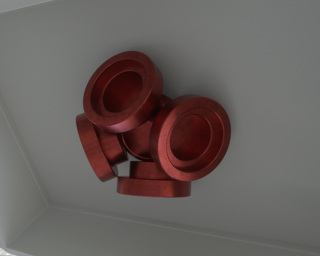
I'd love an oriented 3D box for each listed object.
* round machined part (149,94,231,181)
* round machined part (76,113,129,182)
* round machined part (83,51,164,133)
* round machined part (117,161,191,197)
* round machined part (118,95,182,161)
[{"bbox_3d":[0.031,0.009,0.361,0.042,0.099,0.097,28,139,58],"label":"round machined part"},{"bbox_3d":[-0.074,0.021,0.422,0.042,0.098,0.097,-22,112,-4],"label":"round machined part"},{"bbox_3d":[-0.039,-0.038,0.367,0.098,0.098,0.042,-4,154,29],"label":"round machined part"},{"bbox_3d":[-0.007,0.066,0.415,0.098,0.098,0.042,-1,82,28],"label":"round machined part"},{"bbox_3d":[-0.015,0.005,0.404,0.098,0.042,0.097,13,124,20],"label":"round machined part"}]
